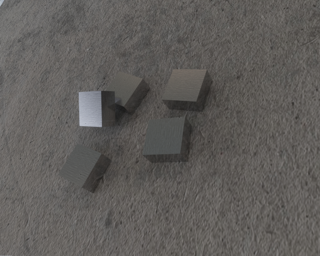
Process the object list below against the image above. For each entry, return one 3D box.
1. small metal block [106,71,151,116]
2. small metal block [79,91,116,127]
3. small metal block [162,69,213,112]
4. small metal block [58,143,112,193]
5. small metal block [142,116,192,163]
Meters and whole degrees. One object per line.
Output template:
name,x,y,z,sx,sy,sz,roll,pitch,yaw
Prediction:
small metal block,-0.051,-0.052,0.463,0.050,0.025,0.050,23,74,36
small metal block,-0.092,-0.028,0.450,0.050,0.025,0.050,2,95,39
small metal block,0.037,-0.051,0.416,0.050,0.025,0.050,7,65,31
small metal block,-0.103,0.054,0.424,0.050,0.025,0.050,17,70,34
small metal block,0.010,0.015,0.389,0.050,0.025,0.050,-4,60,26
